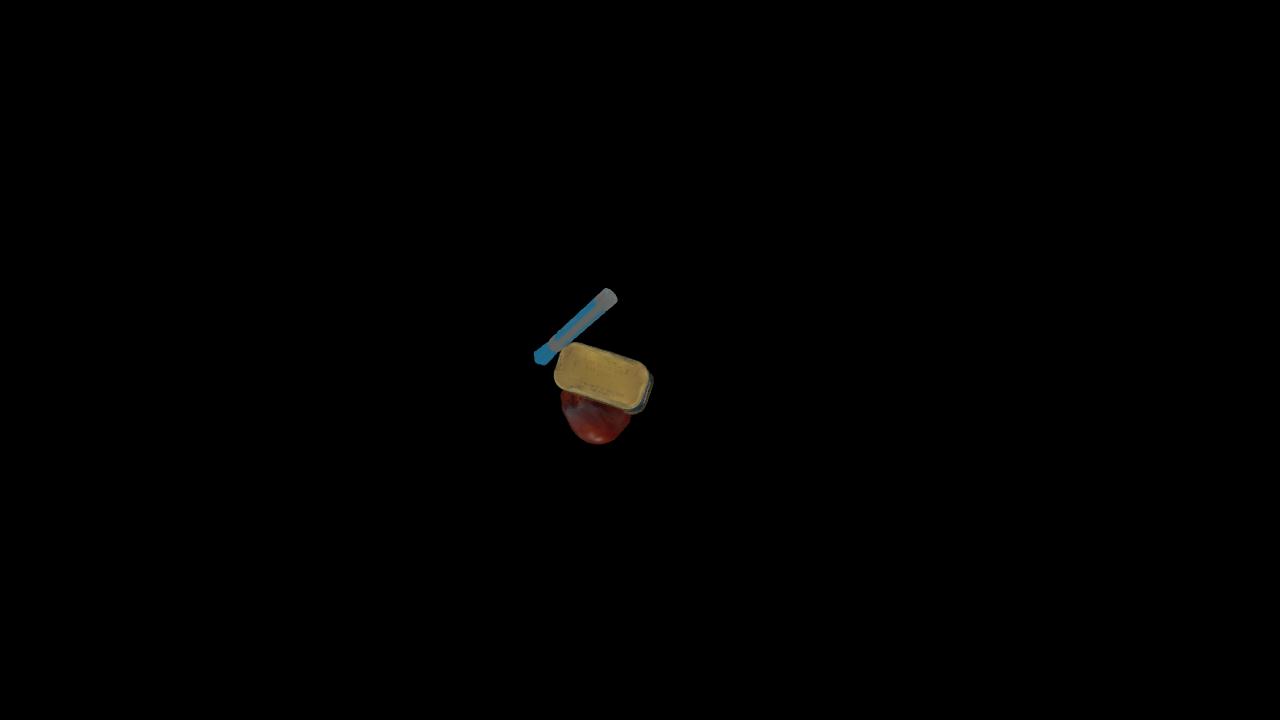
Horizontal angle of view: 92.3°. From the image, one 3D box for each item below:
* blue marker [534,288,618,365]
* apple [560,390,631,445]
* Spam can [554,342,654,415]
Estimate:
[{"bbox_3d":[-0.070,-0.032,0.641,0.121,0.020,0.020,-38,-20,28],"label":"blue marker"},{"bbox_3d":[-0.050,0.056,0.719,0.079,0.079,0.093,0,-34,34],"label":"apple"},{"bbox_3d":[-0.038,0.020,0.670,0.101,0.058,0.085,17,-6,4],"label":"Spam can"}]
